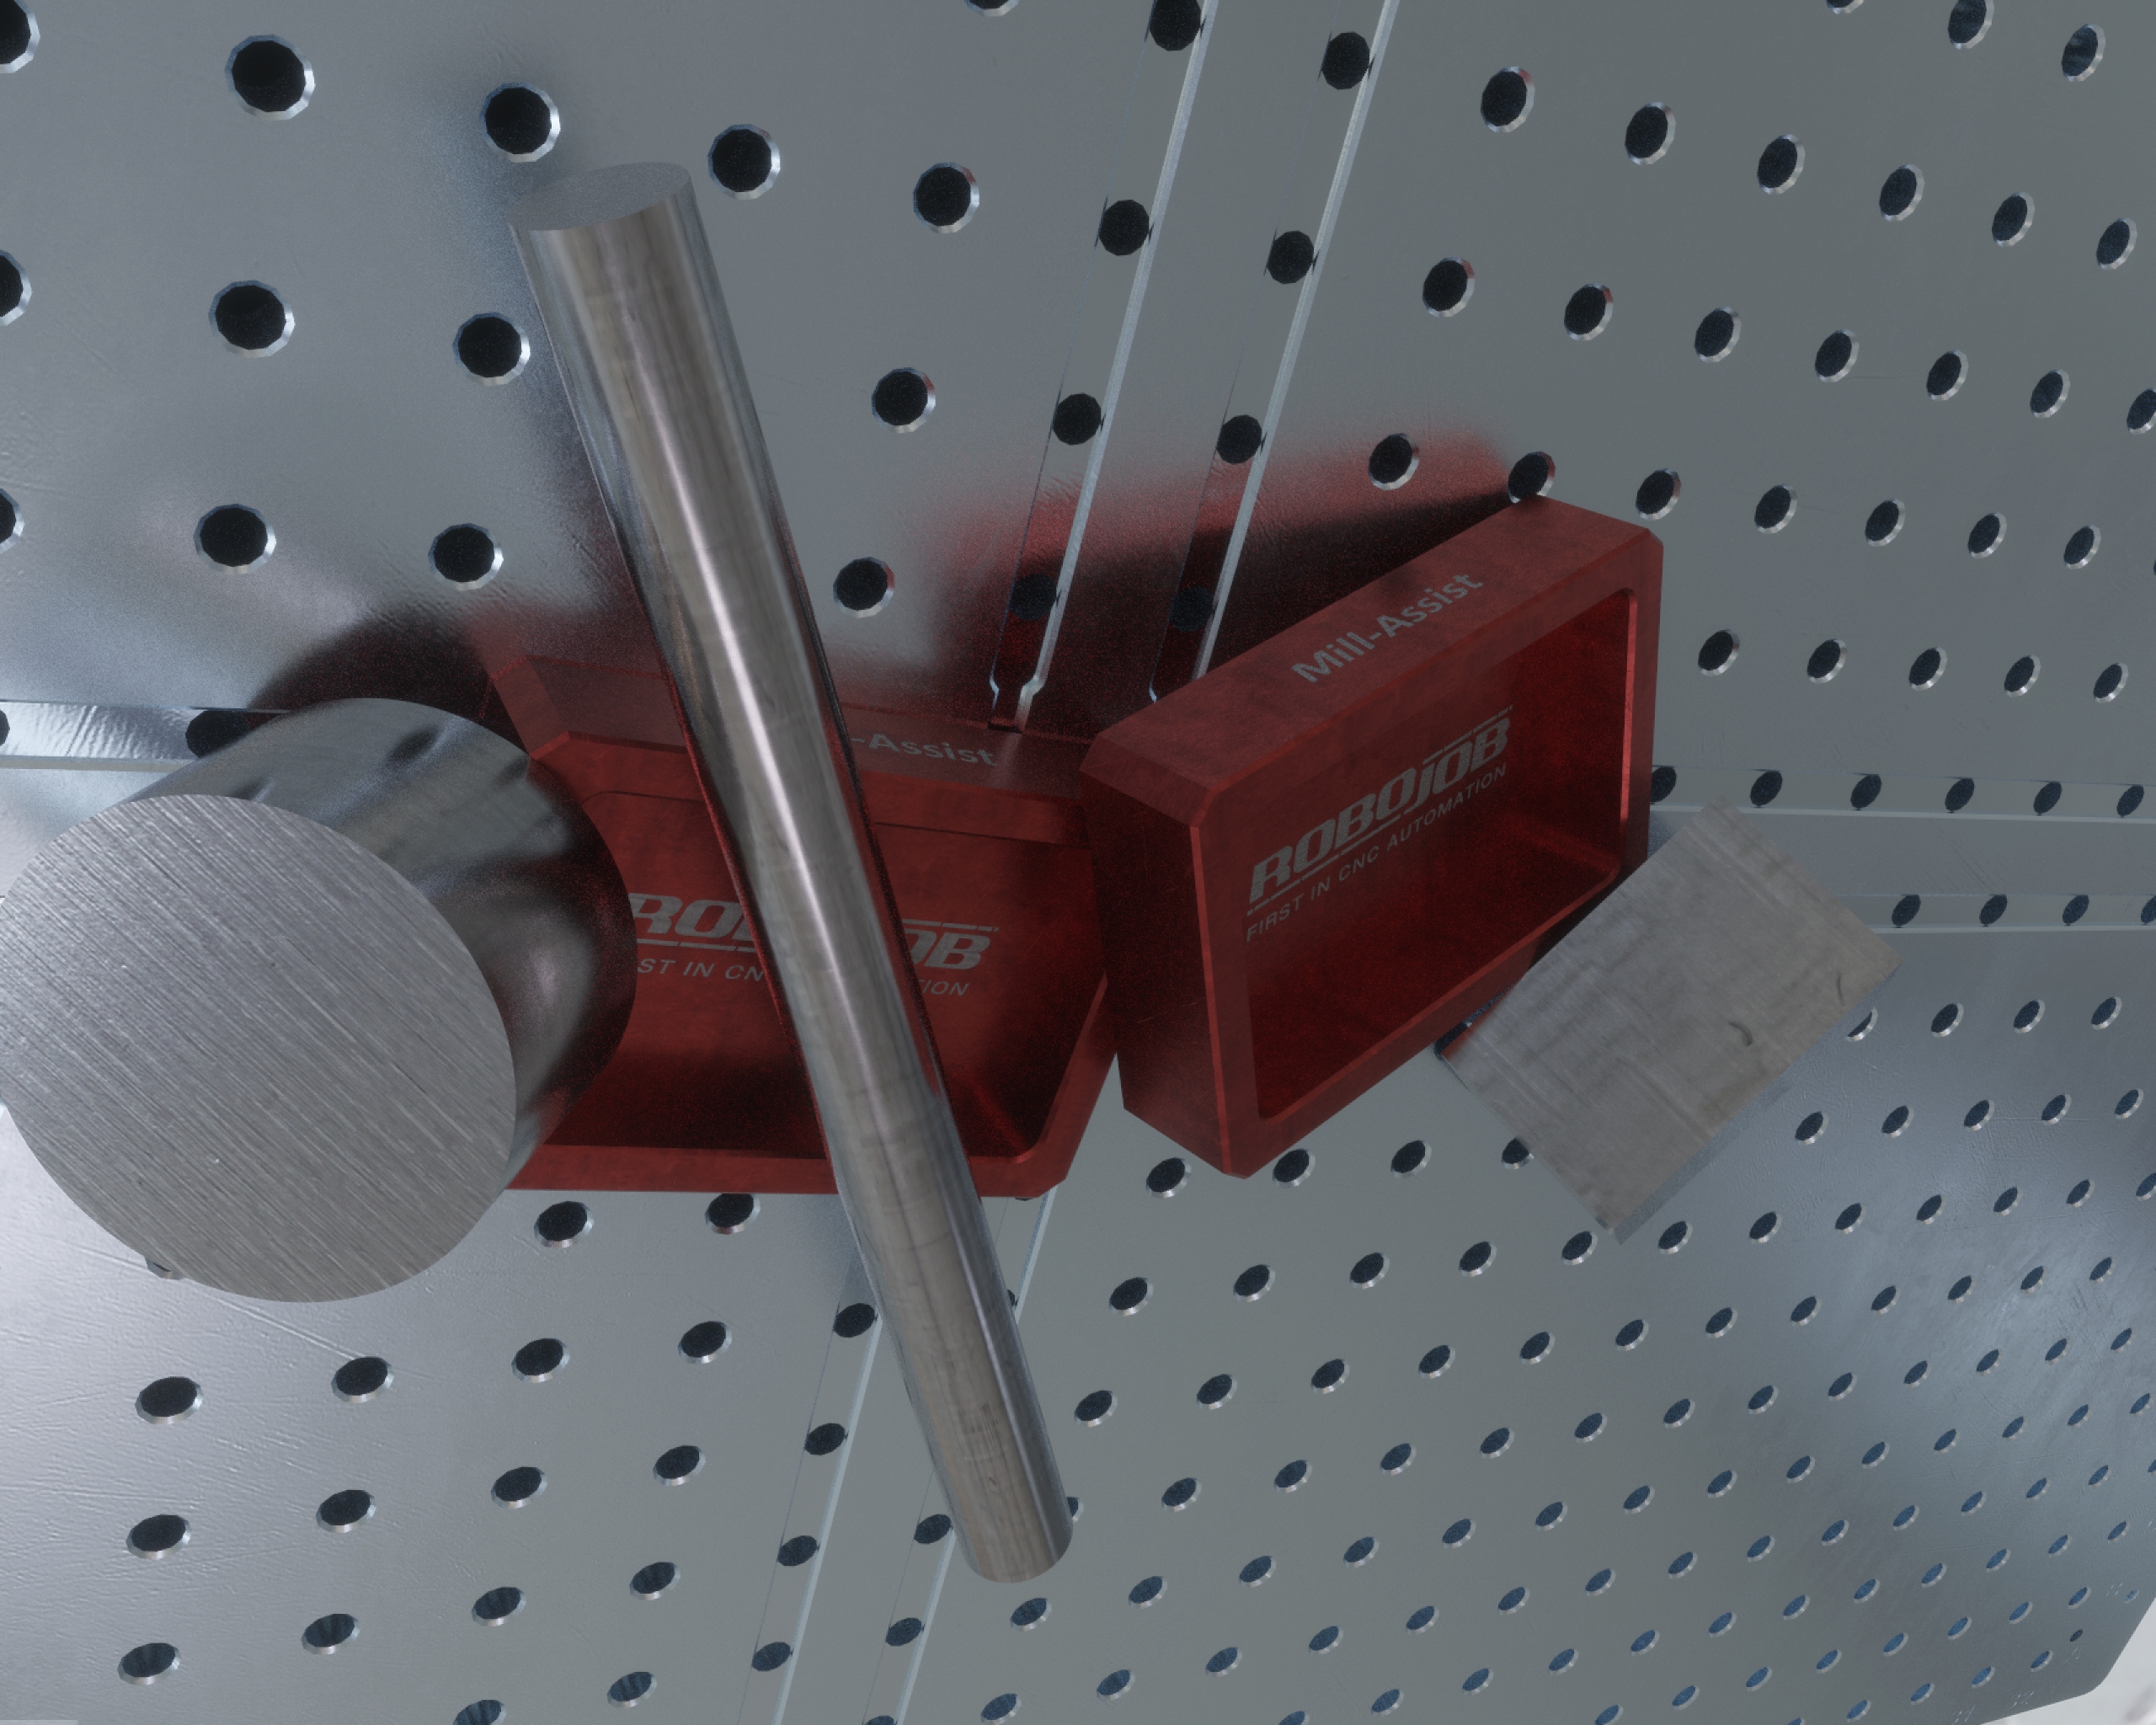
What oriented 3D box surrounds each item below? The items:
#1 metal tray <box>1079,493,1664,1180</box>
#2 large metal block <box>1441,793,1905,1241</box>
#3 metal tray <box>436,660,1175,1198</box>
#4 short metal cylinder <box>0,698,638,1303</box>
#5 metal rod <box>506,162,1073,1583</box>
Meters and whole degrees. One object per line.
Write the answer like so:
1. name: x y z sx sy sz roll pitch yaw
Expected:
1. metal tray: 0.063 -0.008 0.413 0.131 0.030 0.089 -31 131 -30
2. large metal block: 0.132 0.038 0.468 0.080 0.050 0.080 -44 160 2
3. metal tray: -0.051 0.017 0.390 0.131 0.030 0.089 7 115 -32
4. short metal cylinder: -0.115 0.020 0.321 0.080 0.050 0.079 3 110 8
5. metal rod: -0.039 0.028 0.368 0.025 0.025 0.298 -23 127 -15
